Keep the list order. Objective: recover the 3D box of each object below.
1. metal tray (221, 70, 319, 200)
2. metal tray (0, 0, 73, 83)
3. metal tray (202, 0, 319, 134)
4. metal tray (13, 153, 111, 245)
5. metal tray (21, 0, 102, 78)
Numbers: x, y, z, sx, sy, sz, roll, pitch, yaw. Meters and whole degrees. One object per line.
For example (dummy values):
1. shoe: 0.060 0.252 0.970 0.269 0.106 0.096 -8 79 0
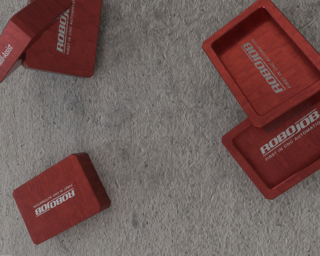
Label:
1. metal tray: 0.149 0.009 0.353 0.130 0.030 0.090 -40 78 15
2. metal tray: -0.178 -0.122 0.412 0.030 0.090 0.130 44 137 -21
3. metal tray: 0.116 -0.071 0.343 0.090 0.030 0.130 -35 61 18
4. metal tray: -0.147 0.104 0.458 0.130 0.030 0.090 -31 80 17
5. metal tray: -0.132 -0.139 0.421 0.030 0.091 0.129 11 95 58
